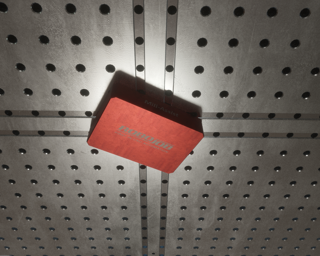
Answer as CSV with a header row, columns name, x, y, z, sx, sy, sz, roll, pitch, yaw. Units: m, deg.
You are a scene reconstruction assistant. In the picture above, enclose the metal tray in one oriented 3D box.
name,x,y,z,sx,sy,sz,roll,pitch,yaw
metal tray,-0.019,0.005,0.413,0.131,0.030,0.089,22,127,-19
